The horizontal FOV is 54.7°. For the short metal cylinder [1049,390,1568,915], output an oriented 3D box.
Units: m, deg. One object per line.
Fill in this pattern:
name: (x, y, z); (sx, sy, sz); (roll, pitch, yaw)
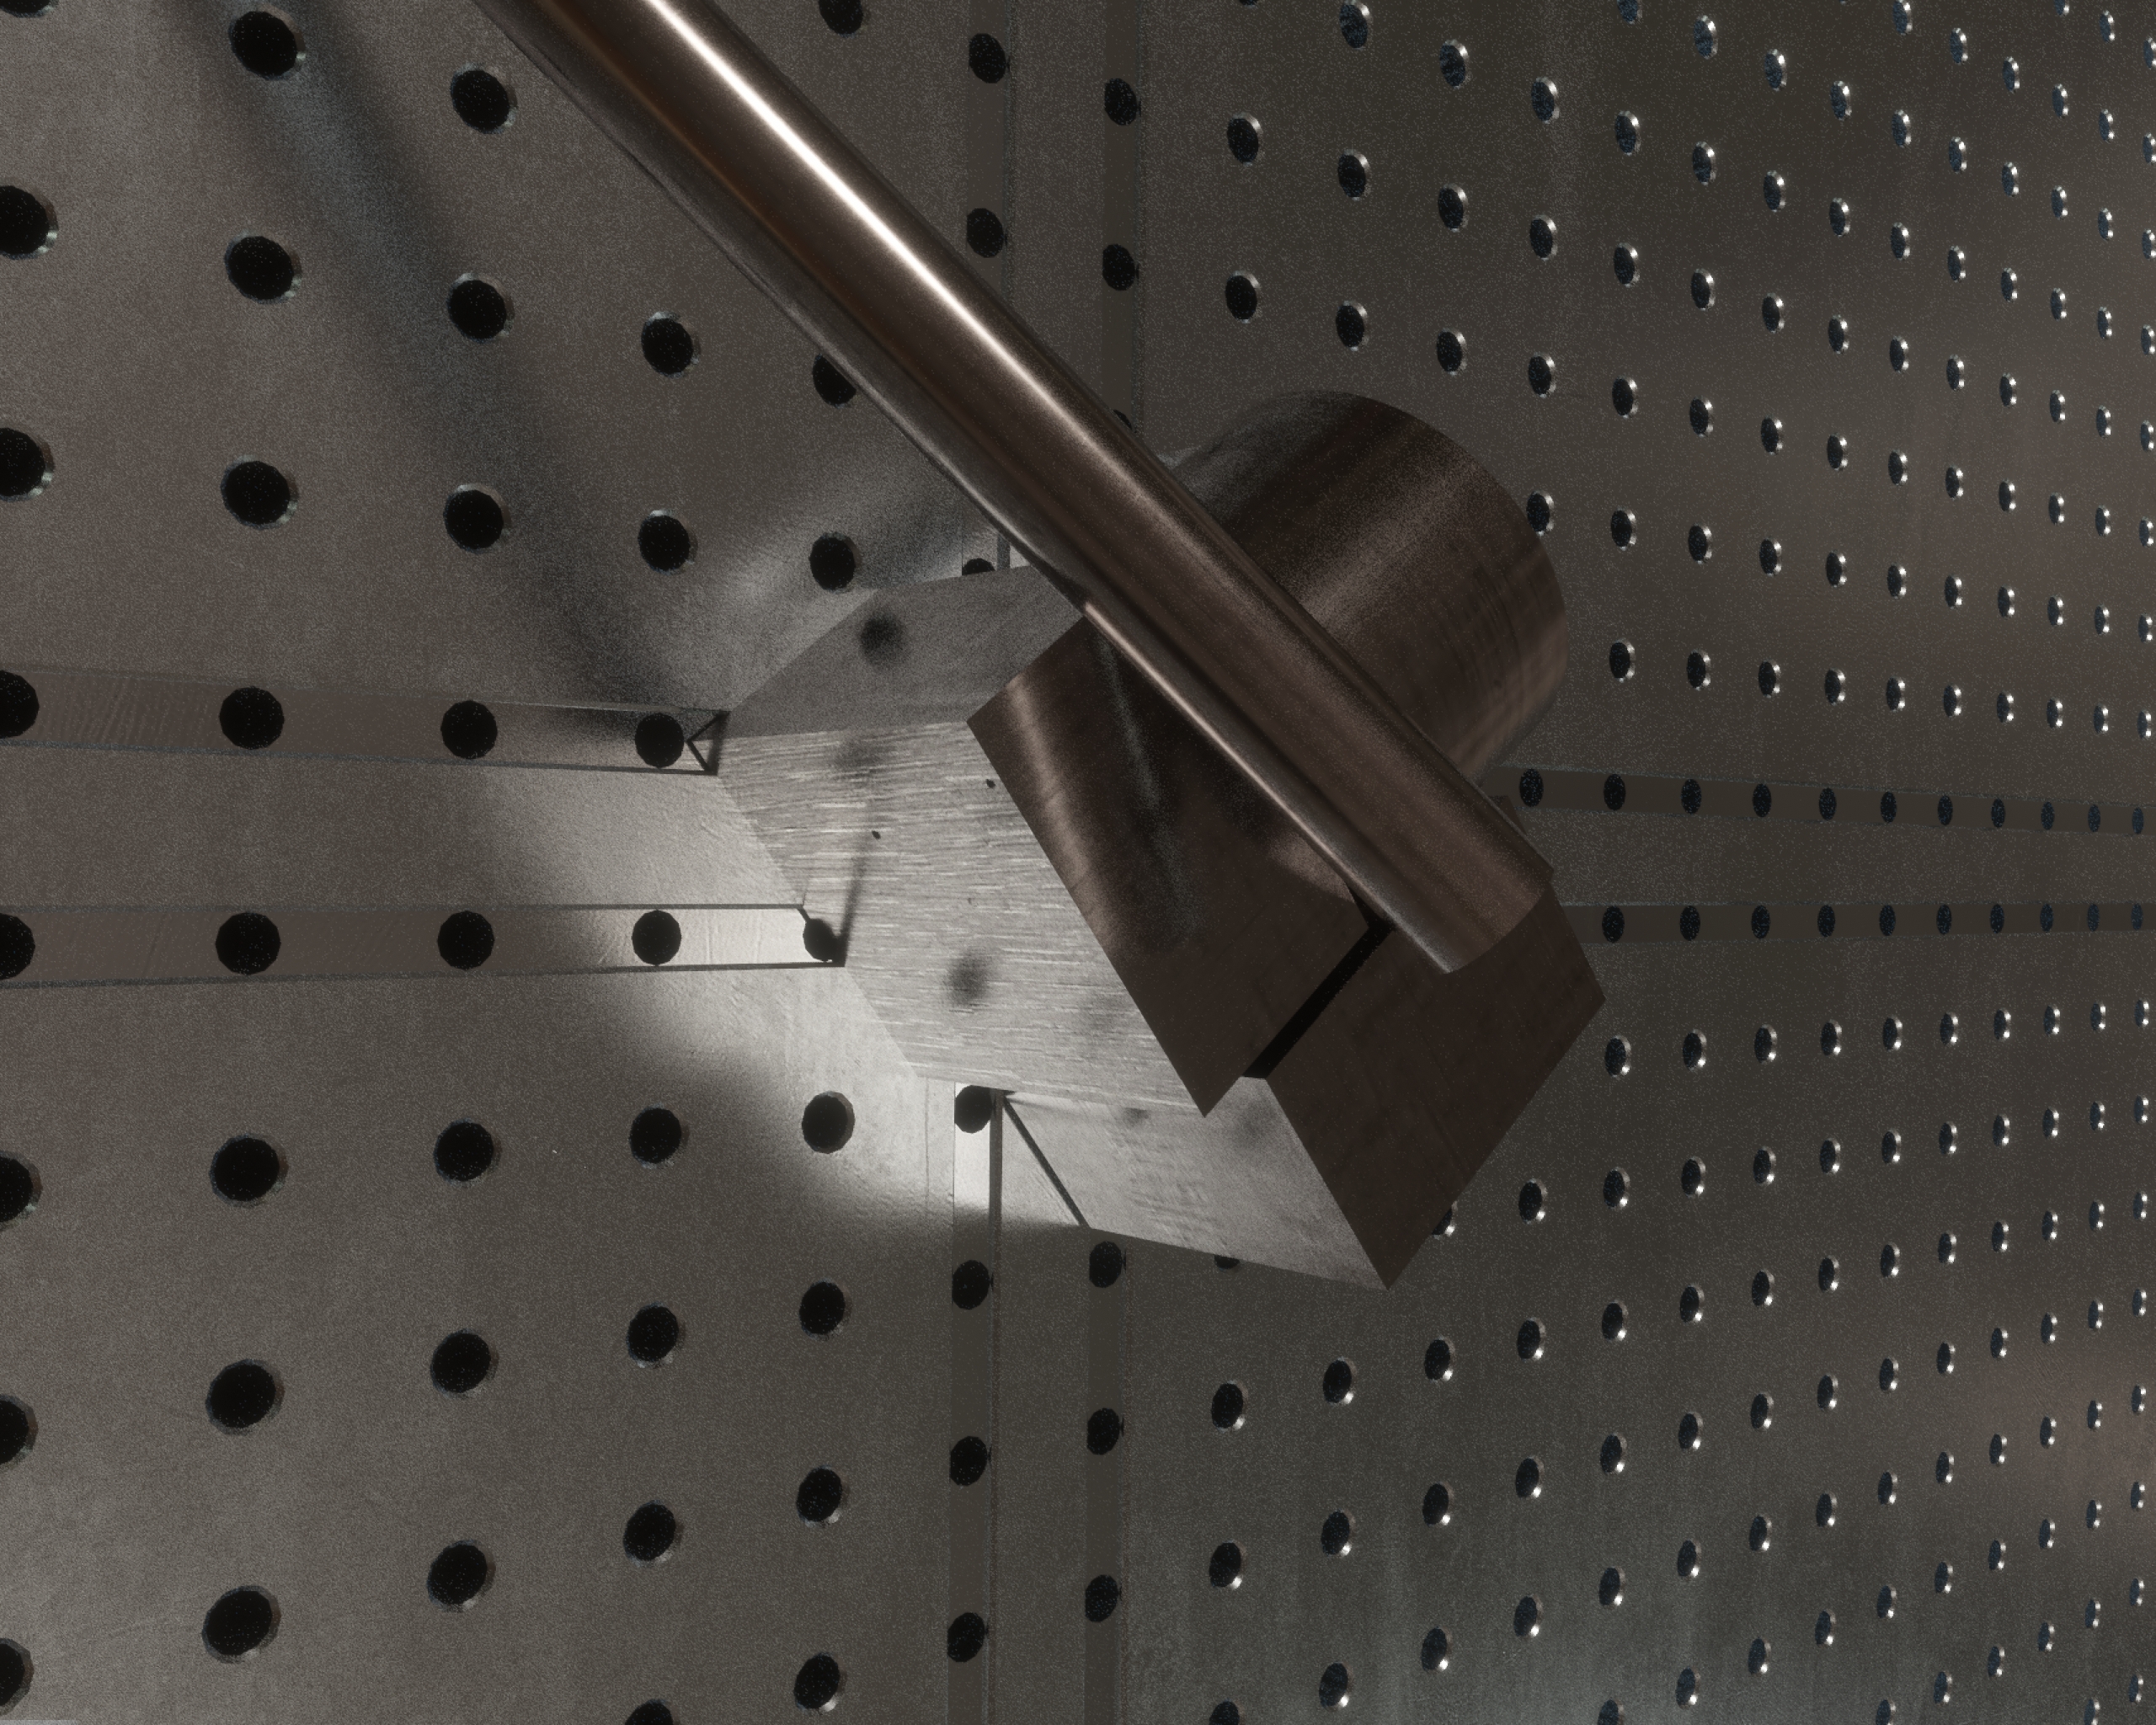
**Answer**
short metal cylinder: (0.040, -0.037, 0.375); (0.050, 0.080, 0.080); (-44, 117, -31)

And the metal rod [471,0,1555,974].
metal rod: (-0.041, -0.096, 0.308); (0.300, 0.025, 0.025); (45, 61, -7)

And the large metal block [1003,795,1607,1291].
large metal block: (0.041, 0.031, 0.408); (0.080, 0.080, 0.050); (-45, 118, -31)

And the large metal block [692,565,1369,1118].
large metal block: (-0.009, -0.005, 0.369); (0.050, 0.080, 0.080); (-45, 118, -31)

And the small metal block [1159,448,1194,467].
small metal block: (0.017, -0.049, 0.426); (0.050, 0.025, 0.050); (-49, 120, -29)
